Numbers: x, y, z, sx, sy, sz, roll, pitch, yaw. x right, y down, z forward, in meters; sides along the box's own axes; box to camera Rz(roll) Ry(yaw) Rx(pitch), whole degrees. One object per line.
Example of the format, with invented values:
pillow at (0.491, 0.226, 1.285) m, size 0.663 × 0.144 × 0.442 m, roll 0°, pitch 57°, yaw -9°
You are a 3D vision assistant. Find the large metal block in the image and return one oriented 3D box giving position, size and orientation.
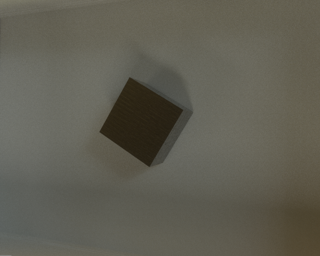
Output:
large metal block at (-0.017, -0.008, 0.400) m, size 0.080 × 0.050 × 0.080 m, roll 33°, pitch 100°, yaw 16°
